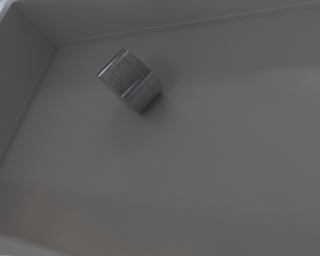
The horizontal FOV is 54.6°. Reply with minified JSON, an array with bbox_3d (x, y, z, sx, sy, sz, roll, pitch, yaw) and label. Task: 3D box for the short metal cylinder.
[{"bbox_3d":[-0.042,-0.063,0.432,0.050,0.080,0.080,-47,51,-4],"label":"short metal cylinder"}]
